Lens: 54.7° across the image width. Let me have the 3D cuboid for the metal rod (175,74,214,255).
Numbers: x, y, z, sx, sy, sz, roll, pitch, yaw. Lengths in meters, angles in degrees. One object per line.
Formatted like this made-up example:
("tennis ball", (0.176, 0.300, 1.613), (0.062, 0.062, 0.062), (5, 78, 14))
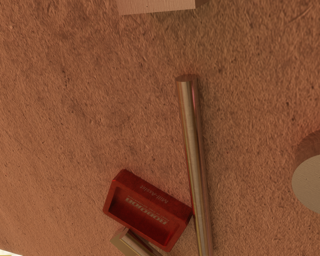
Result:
("metal rod", (0.051, 0.073, 0.423), (0.025, 0.025, 0.298), (5, 121, 25))

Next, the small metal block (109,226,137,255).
("small metal block", (-0.055, 0.204, 0.560), (0.050, 0.025, 0.050), (43, 129, -2))

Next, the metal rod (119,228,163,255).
("metal rod", (0.050, 0.276, 0.538), (0.300, 0.025, 0.025), (43, 129, -8))

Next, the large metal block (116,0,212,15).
("large metal block", (0.000, -0.156, 0.293), (0.080, 0.050, 0.079), (5, 121, 25))

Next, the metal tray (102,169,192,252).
("metal tray", (-0.023, 0.133, 0.495), (0.130, 0.030, 0.089), (29, 128, 9))

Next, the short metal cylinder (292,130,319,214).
("short metal cylinder", (0.183, 0.046, 0.323), (0.080, 0.050, 0.079), (13, 124, 20))
